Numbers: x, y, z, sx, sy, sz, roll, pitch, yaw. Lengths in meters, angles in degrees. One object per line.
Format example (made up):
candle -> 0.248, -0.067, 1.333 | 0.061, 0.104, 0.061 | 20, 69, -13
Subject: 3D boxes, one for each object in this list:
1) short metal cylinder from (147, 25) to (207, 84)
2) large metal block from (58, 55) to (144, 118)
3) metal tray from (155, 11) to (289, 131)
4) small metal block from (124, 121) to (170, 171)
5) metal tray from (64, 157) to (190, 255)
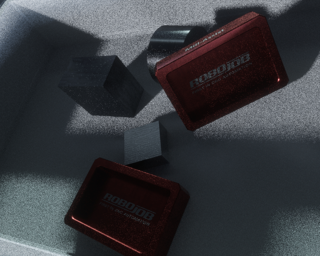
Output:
short metal cylinder -> 0.027, -0.095, 0.413 | 0.050, 0.080, 0.080 | 14, 69, 33
large metal block -> -0.083, -0.058, 0.447 | 0.080, 0.080, 0.050 | 4, 64, 30
metal tray -> 0.071, -0.063, 0.362 | 0.130, 0.090, 0.030 | -27, 26, 11
small metal block -> -0.018, 0.024, 0.399 | 0.050, 0.025, 0.050 | -17, 55, 18
metal tray -> -0.041, 0.094, 0.364 | 0.130, 0.030, 0.090 | 13, 68, 33
